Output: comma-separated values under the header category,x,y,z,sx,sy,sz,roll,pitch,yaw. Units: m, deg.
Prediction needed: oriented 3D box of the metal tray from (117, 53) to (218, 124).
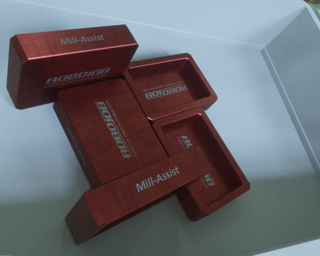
category,x,y,z,sx,sy,sz,roll,pitch,yaw
metal tray,0.010,-0.056,0.441,0.131,0.030,0.090,-19,72,-35

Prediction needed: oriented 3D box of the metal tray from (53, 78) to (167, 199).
category,x,y,z,sx,sy,sz,roll,pitch,yaw
metal tray,-0.057,0.008,0.365,0.091,0.030,0.130,-19,72,-36

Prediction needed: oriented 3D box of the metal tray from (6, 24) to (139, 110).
category,x,y,z,sx,sy,sz,roll,pitch,yaw
metal tray,-0.098,-0.069,0.350,0.131,0.090,0.030,-20,73,-36

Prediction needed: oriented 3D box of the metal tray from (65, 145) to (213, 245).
category,x,y,z,sx,sy,sz,roll,pitch,yaw
metal tray,-0.020,0.066,0.310,0.131,0.090,0.030,-19,72,-35

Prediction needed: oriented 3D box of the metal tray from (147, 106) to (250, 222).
category,x,y,z,sx,sy,sz,roll,pitch,yaw
metal tray,0.048,0.041,0.402,0.091,0.030,0.130,-19,72,-36
